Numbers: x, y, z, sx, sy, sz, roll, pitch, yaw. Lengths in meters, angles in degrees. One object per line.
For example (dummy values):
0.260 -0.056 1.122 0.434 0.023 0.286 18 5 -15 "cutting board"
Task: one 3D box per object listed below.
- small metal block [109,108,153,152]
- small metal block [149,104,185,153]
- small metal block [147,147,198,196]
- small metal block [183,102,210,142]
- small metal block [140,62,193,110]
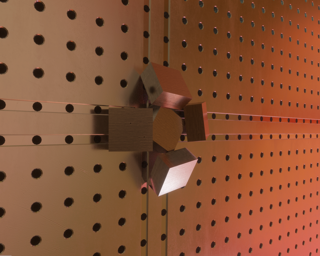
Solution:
-0.035 0.002 0.367 0.050 0.025 0.050 0 90 -6 "small metal block"
0.002 0.001 0.412 0.050 0.025 0.050 39 66 -34 "small metal block"
0.016 0.057 0.409 0.050 0.025 0.050 -12 133 -40 "small metal block"
0.053 -0.010 0.440 0.050 0.025 0.050 -29 112 -74 "small metal block"
0.008 -0.054 0.401 0.050 0.025 0.050 8 49 -40 "small metal block"
